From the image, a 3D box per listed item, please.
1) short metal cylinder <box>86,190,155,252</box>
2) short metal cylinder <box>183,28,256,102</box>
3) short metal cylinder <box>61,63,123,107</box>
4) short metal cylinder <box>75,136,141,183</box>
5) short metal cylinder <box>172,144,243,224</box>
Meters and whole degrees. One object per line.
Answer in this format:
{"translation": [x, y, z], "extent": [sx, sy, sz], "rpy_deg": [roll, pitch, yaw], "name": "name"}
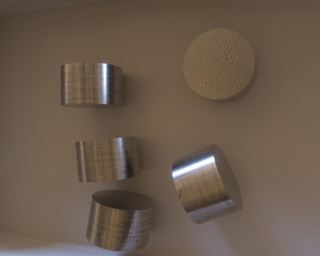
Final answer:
{"translation": [-0.051, 0.116, 0.399], "extent": [0.080, 0.080, 0.050], "rpy_deg": [11, 94, 19], "name": "short metal cylinder"}
{"translation": [0.073, -0.072, 0.371], "extent": [0.080, 0.050, 0.080], "rpy_deg": [0, 90, 20], "name": "short metal cylinder"}
{"translation": [-0.090, -0.054, 0.413], "extent": [0.080, 0.080, 0.050], "rpy_deg": [0, 90, 20], "name": "short metal cylinder"}
{"translation": [-0.068, 0.039, 0.405], "extent": [0.080, 0.080, 0.050], "rpy_deg": [-6, 88, 20], "name": "short metal cylinder"}
{"translation": [0.056, 0.065, 0.361], "extent": [0.050, 0.080, 0.080], "rpy_deg": [-25, 82, 18], "name": "short metal cylinder"}
